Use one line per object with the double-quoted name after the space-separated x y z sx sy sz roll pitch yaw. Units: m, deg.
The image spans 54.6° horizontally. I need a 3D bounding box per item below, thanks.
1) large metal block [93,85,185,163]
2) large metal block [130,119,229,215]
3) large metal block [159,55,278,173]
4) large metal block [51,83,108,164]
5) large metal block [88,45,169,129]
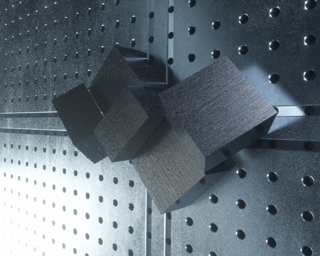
-0.023 -0.005 0.393 0.080 0.081 0.050 -50 62 28 "large metal block"
0.021 0.045 0.376 0.080 0.050 0.080 -48 60 29 "large metal block"
0.057 -0.014 0.319 0.080 0.050 0.080 -31 65 -7 "large metal block"
-0.103 -0.004 0.450 0.050 0.080 0.080 -31 65 -6 "large metal block"
-0.045 -0.054 0.431 0.080 0.050 0.080 -50 61 30 "large metal block"
